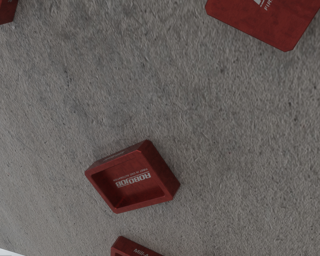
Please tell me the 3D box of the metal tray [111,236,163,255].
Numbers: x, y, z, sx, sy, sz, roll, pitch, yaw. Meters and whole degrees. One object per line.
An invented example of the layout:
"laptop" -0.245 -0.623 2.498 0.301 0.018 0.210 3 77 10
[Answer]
"metal tray" -0.030 0.267 0.584 0.130 0.030 0.089 19 126 17

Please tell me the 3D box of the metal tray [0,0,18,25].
"metal tray" -0.218 -0.208 0.389 0.090 0.030 0.129 41 129 0

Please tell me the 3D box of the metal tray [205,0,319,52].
"metal tray" 0.105 -0.142 0.260 0.090 0.030 0.129 30 128 9

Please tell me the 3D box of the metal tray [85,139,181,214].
"metal tray" -0.045 0.079 0.476 0.130 0.030 0.090 -24 106 36
